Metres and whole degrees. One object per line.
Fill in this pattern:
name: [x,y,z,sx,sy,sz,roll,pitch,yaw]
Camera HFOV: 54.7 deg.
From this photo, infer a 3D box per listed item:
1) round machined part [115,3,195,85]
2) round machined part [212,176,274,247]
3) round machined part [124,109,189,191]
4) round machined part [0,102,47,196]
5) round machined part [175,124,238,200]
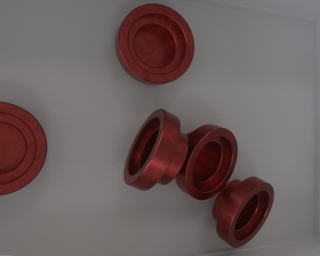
round machined part: [-0.009,-0.104,0.398,0.099,0.042,0.097,0,90,-20]
round machined part: [0.110,0.110,0.428,0.099,0.042,0.097,-20,123,-34]
round machined part: [-0.002,0.029,0.371,0.042,0.098,0.098,27,81,-18]
round machined part: [-0.175,0.021,0.337,0.099,0.042,0.097,0,90,-20]
round machined part: [0.055,0.041,0.409,0.099,0.042,0.097,-16,116,-37]
